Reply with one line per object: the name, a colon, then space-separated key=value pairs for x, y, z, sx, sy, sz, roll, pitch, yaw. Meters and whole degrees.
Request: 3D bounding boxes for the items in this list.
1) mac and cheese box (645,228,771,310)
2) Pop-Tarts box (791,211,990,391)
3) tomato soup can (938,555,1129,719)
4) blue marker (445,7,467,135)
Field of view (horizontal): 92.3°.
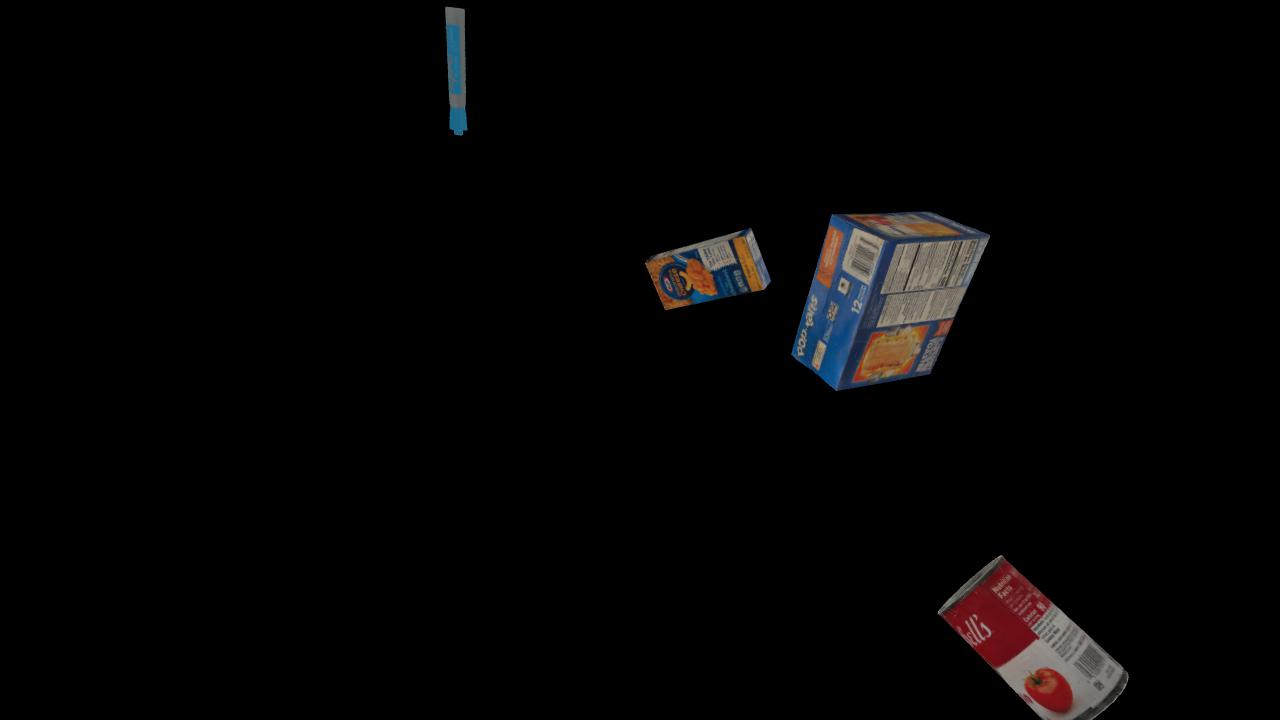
mac and cheese box: x=0.105 y=-0.141 z=0.978 sx=0.184 sy=0.093 sz=0.041 roll=-10 pitch=27 yaw=36
Pop-Tarts box: x=0.258 y=-0.065 z=0.650 sx=0.141 sy=0.167 sz=0.083 roll=-8 pitch=35 yaw=-23
tomato soup can: x=0.285 y=0.206 z=0.452 sx=0.068 sy=0.068 sz=0.101 roll=0 pitch=40 yaw=-52
blue marker: x=-0.191 y=-0.298 z=0.641 sx=0.020 sy=0.121 sz=0.020 roll=5 pitch=27 yaw=-3
